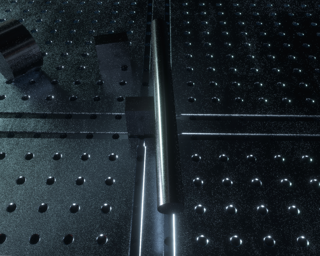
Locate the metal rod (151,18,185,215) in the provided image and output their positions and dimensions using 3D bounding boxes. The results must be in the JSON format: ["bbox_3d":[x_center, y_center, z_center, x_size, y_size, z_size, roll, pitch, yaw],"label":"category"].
[{"bbox_3d":[0.004,-0.041,0.377,0.025,0.025,0.300,-1,50,-2],"label":"metal rod"}]

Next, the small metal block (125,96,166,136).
[{"bbox_3d":[-0.018,-0.015,0.403,0.050,0.050,0.025,-1,50,-1],"label":"small metal block"}]

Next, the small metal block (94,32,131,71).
[{"bbox_3d":[-0.075,-0.121,0.492,0.050,0.050,0.025,-10,51,-9],"label":"small metal block"}]

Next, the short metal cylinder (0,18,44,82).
[{"bbox_3d":[-0.223,-0.117,0.467,0.080,0.080,0.050,35,58,25],"label":"short metal cylinder"}]
